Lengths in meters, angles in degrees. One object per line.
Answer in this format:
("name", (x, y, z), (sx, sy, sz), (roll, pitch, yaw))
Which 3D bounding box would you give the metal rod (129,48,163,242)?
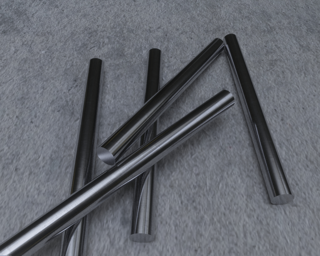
("metal rod", (-0.013, -0.005, 0.406), (0.025, 0.025, 0.300), (2, 50, 1))

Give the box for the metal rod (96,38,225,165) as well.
("metal rod", (0.020, -0.055, 0.425), (0.025, 0.025, 0.301), (25, 47, 19))

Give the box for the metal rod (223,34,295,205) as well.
("metal rod", (0.127, -0.036, 0.435), (0.025, 0.025, 0.300), (-2, 50, -2))

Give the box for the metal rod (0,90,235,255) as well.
("metal rod", (-0.025, 0.038, 0.337), (0.302, 0.025, 0.025), (-34, 58, -26))

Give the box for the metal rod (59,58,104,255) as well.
("metal rod", (-0.092, 0.015, 0.389), (0.025, 0.025, 0.300), (-2, 50, -2))
